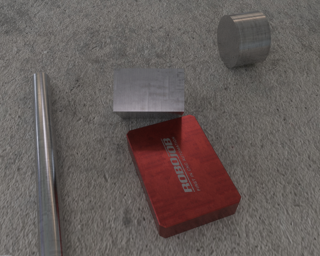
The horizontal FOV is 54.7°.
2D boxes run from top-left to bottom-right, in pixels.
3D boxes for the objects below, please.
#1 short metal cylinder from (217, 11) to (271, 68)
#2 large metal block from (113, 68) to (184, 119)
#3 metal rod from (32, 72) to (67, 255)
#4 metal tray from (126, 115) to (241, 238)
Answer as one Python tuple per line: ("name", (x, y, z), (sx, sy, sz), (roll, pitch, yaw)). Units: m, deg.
("short metal cylinder", (0.129, -0.138, 0.485), (0.050, 0.080, 0.080), (-12, 51, -10))
("large metal block", (-0.012, -0.040, 0.392), (0.081, 0.080, 0.050), (0, 86, 0))
("metal rod", (-0.136, 0.037, 0.371), (0.025, 0.025, 0.300), (-13, 51, -10))
("metal tray", (0.022, 0.049, 0.359), (0.091, 0.030, 0.130), (-15, 52, -13))
